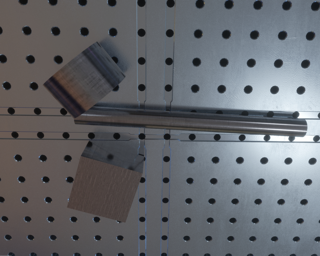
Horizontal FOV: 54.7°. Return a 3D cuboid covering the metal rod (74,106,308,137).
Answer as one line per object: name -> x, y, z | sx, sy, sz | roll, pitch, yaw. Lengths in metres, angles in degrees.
metal rod -> 0.041, -0.009, 0.410 | 0.302, 0.025, 0.025 | 3, 110, -2

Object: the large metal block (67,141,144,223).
large metal block -> -0.073, 0.073, 0.426 | 0.080, 0.050, 0.079 | 17, 109, -7

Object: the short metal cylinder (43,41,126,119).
short metal cylinder -> -0.087, -0.056, 0.362 | 0.080, 0.080, 0.050 | -36, 107, 12
